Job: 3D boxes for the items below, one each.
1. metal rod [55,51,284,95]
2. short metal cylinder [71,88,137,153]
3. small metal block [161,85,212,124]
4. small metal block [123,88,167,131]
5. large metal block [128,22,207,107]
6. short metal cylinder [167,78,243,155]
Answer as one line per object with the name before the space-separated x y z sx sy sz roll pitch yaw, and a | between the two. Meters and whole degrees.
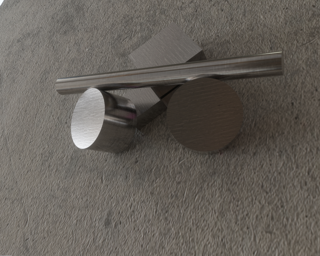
metal rod | -0.009 -0.063 0.382 0.300 0.025 0.025 -1 61 27
short metal cylinder | -0.076 -0.008 0.416 0.080 0.050 0.080 -14 69 44
small metal block | 0.038 -0.031 0.404 0.050 0.025 0.050 -37 51 3
small metal block | -0.025 -0.033 0.439 0.050 0.025 0.050 -36 51 2
large metal block | 0.014 -0.089 0.434 0.080 0.050 0.080 -36 51 4
short metal cylinder | 0.051 -0.011 0.351 0.080 0.050 0.080 -2 81 10
